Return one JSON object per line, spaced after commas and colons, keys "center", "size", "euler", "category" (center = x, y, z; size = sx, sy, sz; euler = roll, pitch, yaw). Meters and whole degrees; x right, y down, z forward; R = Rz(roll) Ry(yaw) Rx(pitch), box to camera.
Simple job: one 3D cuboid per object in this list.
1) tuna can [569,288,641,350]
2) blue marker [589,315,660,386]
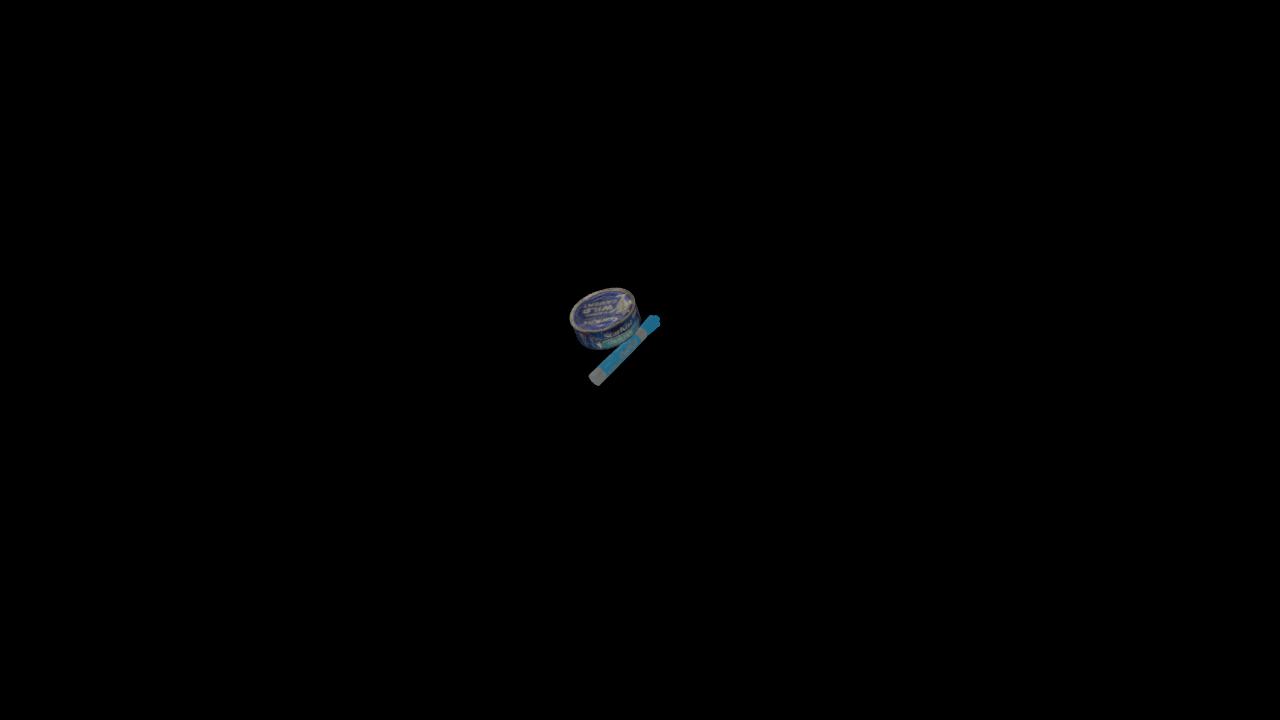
{"center": [-0.042, -0.051, 0.756], "size": [0.084, 0.034, 0.084], "euler": [-12, 40, 10], "category": "tuna can"}
{"center": [-0.017, -0.015, 0.768], "size": [0.121, 0.020, 0.020], "euler": [-45, 21, -22], "category": "blue marker"}
